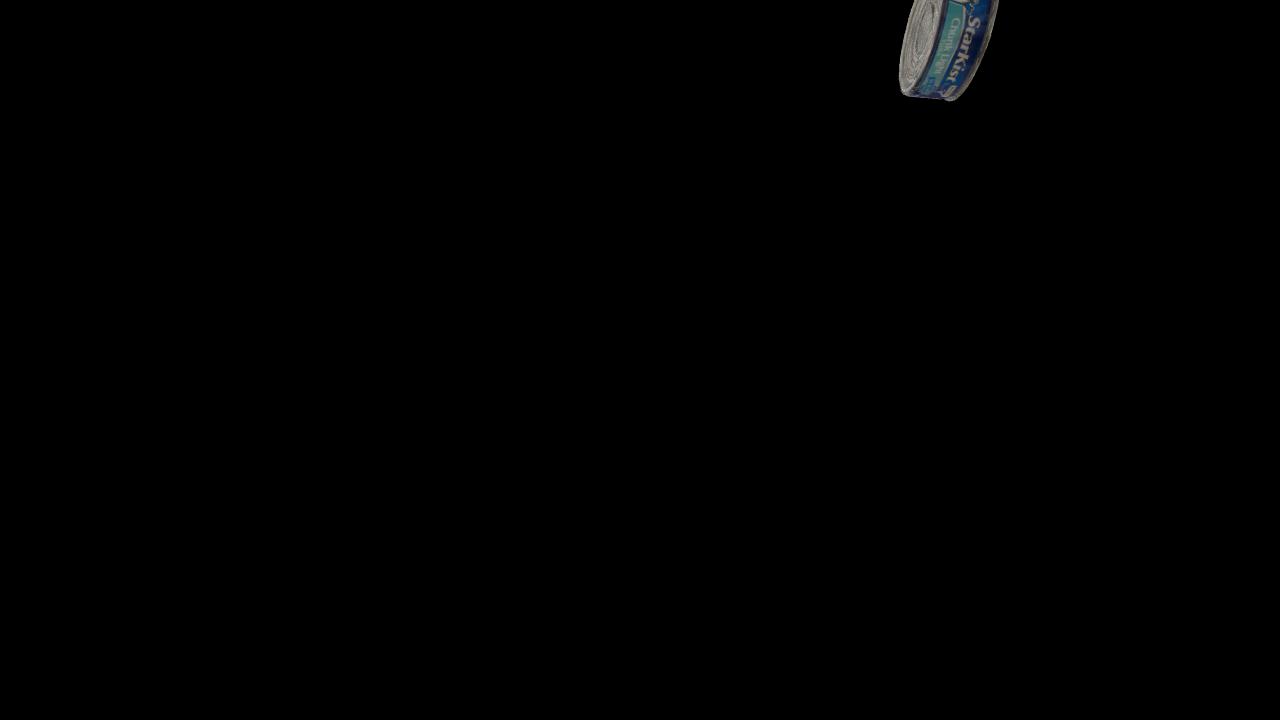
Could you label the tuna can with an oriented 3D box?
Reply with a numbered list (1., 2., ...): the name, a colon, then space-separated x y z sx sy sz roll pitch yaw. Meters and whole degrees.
1. tuna can: 0.204 -0.221 0.413 0.034 0.084 0.084 8 1 5
